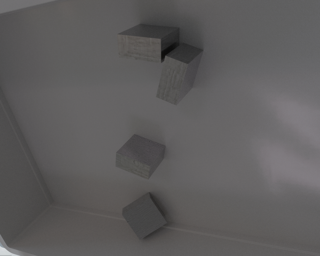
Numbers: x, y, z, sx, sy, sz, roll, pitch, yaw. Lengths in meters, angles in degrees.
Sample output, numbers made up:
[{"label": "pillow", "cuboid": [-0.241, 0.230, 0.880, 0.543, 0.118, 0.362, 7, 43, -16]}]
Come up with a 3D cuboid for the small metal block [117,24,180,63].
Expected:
[{"label": "small metal block", "cuboid": [-0.011, -0.094, 0.340, 0.050, 0.050, 0.025, 12, 124, 21]}]

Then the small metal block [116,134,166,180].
[{"label": "small metal block", "cuboid": [-0.026, 0.039, 0.431, 0.050, 0.050, 0.025, 20, 126, 16]}]

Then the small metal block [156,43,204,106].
[{"label": "small metal block", "cuboid": [0.022, -0.061, 0.343, 0.025, 0.050, 0.050, 24, 127, 13]}]

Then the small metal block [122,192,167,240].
[{"label": "small metal block", "cuboid": [-0.024, 0.139, 0.490, 0.050, 0.025, 0.050, -32, 100, -1]}]
